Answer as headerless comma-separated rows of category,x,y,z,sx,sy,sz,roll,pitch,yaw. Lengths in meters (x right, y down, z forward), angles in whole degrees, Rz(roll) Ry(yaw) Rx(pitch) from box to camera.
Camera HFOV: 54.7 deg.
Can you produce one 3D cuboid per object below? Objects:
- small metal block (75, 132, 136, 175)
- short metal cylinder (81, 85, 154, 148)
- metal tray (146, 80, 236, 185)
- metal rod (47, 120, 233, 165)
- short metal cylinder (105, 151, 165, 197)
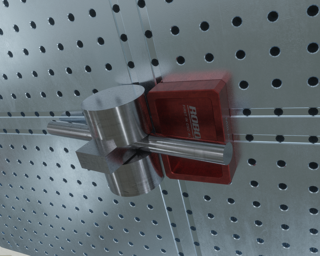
small metal block,-0.067,0.030,0.387,0.050,0.050,0.025,6,121,35
short metal cylinder,-0.053,-0.017,0.391,0.080,0.080,0.050,1,119,28
metal tray,0.042,0.007,0.390,0.090,0.030,0.129,1,119,27
metal rod,-0.050,0.013,0.416,0.300,0.025,0.025,7,122,35
short metal cylinder,-0.038,0.049,0.425,0.080,0.080,0.050,2,119,27
